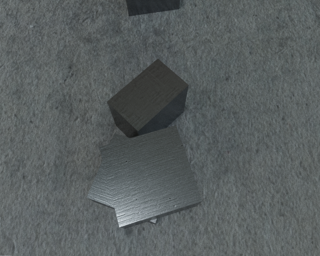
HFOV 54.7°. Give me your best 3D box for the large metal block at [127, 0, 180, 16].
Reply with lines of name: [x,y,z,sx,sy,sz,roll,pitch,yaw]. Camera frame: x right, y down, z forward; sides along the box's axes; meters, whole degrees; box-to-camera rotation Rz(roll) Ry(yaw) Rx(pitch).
large metal block: [-0.014,-0.218,0.458,0.081,0.080,0.050,-10,71,-4]

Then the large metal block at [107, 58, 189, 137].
large metal block: [-0.013,-0.026,0.388,0.080,0.080,0.050,-43,76,-14]

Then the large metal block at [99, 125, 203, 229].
large metal block: [-0.010,0.052,0.323,0.081,0.050,0.080,-16,71,-6]

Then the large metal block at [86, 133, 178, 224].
large metal block: [-0.029,0.062,0.372,0.080,0.050,0.080,19,71,6]
